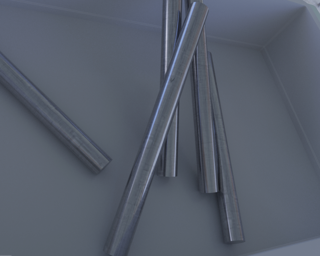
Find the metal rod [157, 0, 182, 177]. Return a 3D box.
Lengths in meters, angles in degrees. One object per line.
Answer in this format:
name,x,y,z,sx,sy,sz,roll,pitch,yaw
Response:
metal rod,0.014,-0.090,0.390,0.025,0.025,0.298,4,85,-27

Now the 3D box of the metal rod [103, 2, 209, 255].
metal rod,0.002,-0.011,0.346,0.025,0.025,0.299,23,75,-15

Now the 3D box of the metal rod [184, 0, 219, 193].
metal rod,0.052,-0.068,0.404,0.025,0.025,0.298,-2,85,-30

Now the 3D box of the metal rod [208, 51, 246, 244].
metal rod,0.082,0.008,0.447,0.025,0.025,0.299,11,57,-23

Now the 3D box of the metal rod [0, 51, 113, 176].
metal rod,-0.170,-0.060,0.350,0.300,0.025,0.025,44,51,2
